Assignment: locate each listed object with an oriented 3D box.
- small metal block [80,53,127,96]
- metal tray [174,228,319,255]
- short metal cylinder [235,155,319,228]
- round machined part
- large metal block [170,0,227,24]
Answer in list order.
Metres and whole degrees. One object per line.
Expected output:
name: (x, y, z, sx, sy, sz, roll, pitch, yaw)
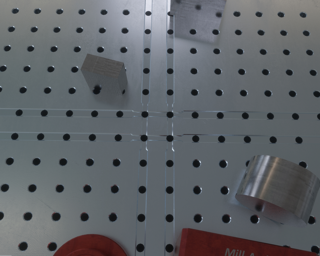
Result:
small metal block: (-0.075, -0.072, 0.424, 0.050, 0.050, 0.025, 15, 71, 5)
metal tray: (0.082, 0.140, 0.324, 0.131, 0.090, 0.030, 10, 61, 3)
short metal cylinder: (0.134, 0.073, 0.357, 0.080, 0.080, 0.050, 25, 72, 9)
round machined part: (-0.079, 0.168, 0.341, 0.099, 0.042, 0.098, 0, 70, 0)
large metal block: (0.064, -0.217, 0.478, 0.080, 0.050, 0.080, 12, 70, 4)
